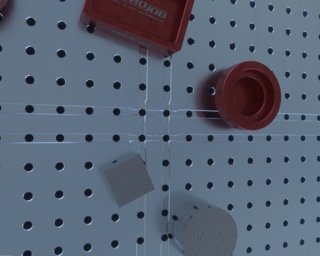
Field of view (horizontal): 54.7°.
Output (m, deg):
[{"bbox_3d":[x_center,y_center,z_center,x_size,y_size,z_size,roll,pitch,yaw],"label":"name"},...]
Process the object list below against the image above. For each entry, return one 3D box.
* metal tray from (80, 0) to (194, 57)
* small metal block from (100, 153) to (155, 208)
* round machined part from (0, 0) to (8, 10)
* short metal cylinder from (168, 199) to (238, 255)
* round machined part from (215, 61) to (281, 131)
[{"bbox_3d":[-0.026,-0.158,0.400,0.131,0.030,0.090,17,84,-20],"label":"metal tray"},{"bbox_3d":[-0.042,0.066,0.398,0.050,0.025,0.050,-25,99,-19],"label":"small metal block"},{"bbox_3d":[-0.210,-0.159,0.325,0.099,0.042,0.097,0,90,-21],"label":"round machined part"},{"bbox_3d":[0.057,0.142,0.422,0.081,0.050,0.079,0,90,-21],"label":"short metal cylinder"},{"bbox_3d":[0.123,-0.045,0.450,0.099,0.042,0.097,0,90,-21],"label":"round machined part"}]
